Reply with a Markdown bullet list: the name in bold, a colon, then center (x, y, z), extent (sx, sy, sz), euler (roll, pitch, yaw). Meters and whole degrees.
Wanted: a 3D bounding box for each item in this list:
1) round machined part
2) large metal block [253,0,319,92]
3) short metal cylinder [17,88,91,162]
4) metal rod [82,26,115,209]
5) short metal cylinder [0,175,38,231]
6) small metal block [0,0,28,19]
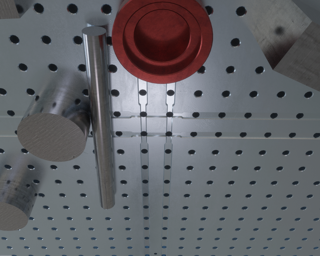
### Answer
- **round machined part**: center (0.002, -0.098, 0.317), extent (0.099, 0.042, 0.097), euler (0, 130, 0)
- **large metal block**: center (0.149, -0.082, 0.307), extent (0.080, 0.080, 0.050), euler (20, 127, -16)
- **short metal cylinder**: center (-0.130, -0.003, 0.391), extent (0.081, 0.050, 0.079), euler (0, 130, 0)
- **metal rod**: center (-0.078, 0.012, 0.420), extent (0.025, 0.025, 0.298), euler (3, 130, -2)
- **short metal cylinder**: center (-0.245, 0.120, 0.495), extent (0.081, 0.050, 0.079), euler (0, 130, 0)
- **small metal block**: center (-0.163, -0.133, 0.296), extent (0.050, 0.025, 0.050), euler (-2, 130, 1)
